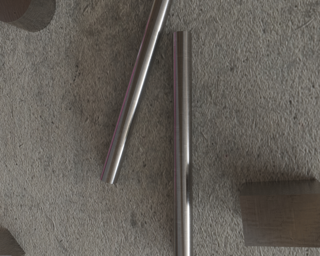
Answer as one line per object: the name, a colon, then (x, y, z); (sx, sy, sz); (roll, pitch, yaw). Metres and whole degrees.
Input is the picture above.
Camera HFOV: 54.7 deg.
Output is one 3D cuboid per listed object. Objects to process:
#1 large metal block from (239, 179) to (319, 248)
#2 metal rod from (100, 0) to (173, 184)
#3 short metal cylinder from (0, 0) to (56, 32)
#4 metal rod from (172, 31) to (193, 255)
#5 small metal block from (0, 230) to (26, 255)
large metal block: (0.133, 0.088, 0.333); (0.080, 0.080, 0.050); (-6, 88, 19)
metal rod: (-0.027, -0.068, 0.417); (0.025, 0.025, 0.298); (20, 96, 18)
short metal cylinder: (-0.206, -0.191, 0.467); (0.080, 0.050, 0.079); (0, 90, 19)
metal rod: (0.029, 0.028, 0.398); (0.025, 0.025, 0.298); (0, 90, 19)
small metal block: (-0.249, 0.193, 0.481); (0.050, 0.050, 0.025); (45, 104, 14)
